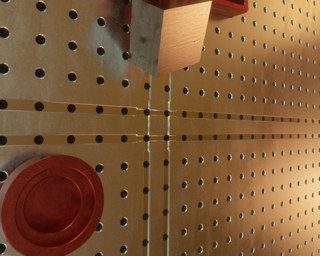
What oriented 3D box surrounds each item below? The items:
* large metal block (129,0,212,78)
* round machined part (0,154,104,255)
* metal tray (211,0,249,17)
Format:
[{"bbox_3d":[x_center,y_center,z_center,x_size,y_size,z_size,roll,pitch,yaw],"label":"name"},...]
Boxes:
[{"bbox_3d":[0.011,-0.117,0.379,0.081,0.050,0.079,-27,140,-37],"label":"large metal block"},{"bbox_3d":[-0.109,0.074,0.307,0.099,0.042,0.097,0,90,-40],"label":"round machined part"},{"bbox_3d":[0.084,-0.228,0.475,0.131,0.030,0.089,-6,94,-40],"label":"metal tray"}]
